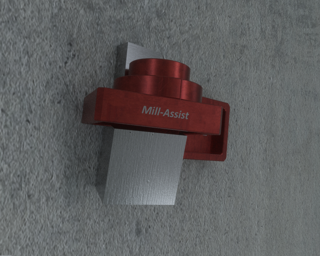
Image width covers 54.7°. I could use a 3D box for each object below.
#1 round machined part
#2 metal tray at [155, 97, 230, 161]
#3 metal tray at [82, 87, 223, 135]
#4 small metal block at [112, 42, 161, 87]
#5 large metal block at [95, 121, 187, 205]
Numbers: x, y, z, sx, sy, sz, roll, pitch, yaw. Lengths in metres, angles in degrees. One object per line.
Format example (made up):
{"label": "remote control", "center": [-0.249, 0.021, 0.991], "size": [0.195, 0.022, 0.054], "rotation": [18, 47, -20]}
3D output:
{"label": "round machined part", "center": [-0.002, -0.048, 0.345], "size": [0.099, 0.098, 0.042], "rotation": [8, 85, -40]}
{"label": "metal tray", "center": [0.046, 0.000, 0.444], "size": [0.131, 0.030, 0.089], "rotation": [8, 85, -40]}
{"label": "metal tray", "center": [-0.011, -0.014, 0.334], "size": [0.131, 0.090, 0.030], "rotation": [7, 86, -22]}
{"label": "small metal block", "center": [-0.028, -0.073, 0.385], "size": [0.050, 0.025, 0.050], "rotation": [8, 85, -40]}
{"label": "large metal block", "center": [-0.023, 0.038, 0.348], "size": [0.081, 0.050, 0.079], "rotation": [6, 99, -22]}
